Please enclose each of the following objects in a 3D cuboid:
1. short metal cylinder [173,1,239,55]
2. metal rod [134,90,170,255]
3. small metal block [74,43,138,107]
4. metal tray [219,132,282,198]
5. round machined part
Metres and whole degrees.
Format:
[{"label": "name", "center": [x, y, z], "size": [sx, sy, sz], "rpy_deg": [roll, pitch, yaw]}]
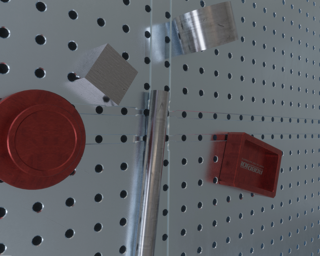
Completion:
[{"label": "short metal cylinder", "center": [0.063, -0.136, 0.426], "size": [0.081, 0.080, 0.050], "rpy_deg": [-27, 107, -37]}, {"label": "metal rod", "center": [-0.014, 0.100, 0.398], "size": [0.025, 0.025, 0.298], "rpy_deg": [9, 84, -40]}, {"label": "small metal block", "center": [-0.061, -0.060, 0.358], "size": [0.050, 0.025, 0.050], "rpy_deg": [41, 65, -33]}, {"label": "metal tray", "center": [0.162, 0.067, 0.542], "size": [0.131, 0.030, 0.090], "rpy_deg": [22, 76, -38]}, {"label": "round machined part", "center": [-0.117, 0.011, 0.301], "size": [0.099, 0.042, 0.097], "rpy_deg": [0, 90, -40]}]
